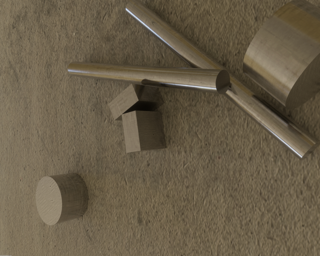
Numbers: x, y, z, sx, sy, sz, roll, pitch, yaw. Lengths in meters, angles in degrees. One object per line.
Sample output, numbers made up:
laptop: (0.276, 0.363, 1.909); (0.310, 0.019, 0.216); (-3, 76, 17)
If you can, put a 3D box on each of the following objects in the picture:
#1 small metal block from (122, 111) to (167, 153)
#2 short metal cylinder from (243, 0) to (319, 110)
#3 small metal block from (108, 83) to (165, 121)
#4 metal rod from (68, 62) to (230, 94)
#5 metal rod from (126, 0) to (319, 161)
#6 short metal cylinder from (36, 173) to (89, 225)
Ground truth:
small metal block: (-0.020, 0.005, 0.405); (0.025, 0.050, 0.050); (-13, 82, 39)
short metal cylinder: (0.120, -0.063, 0.270); (0.050, 0.081, 0.080); (49, 119, 29)
small metal block: (-0.031, -0.033, 0.415); (0.050, 0.050, 0.025); (-35, 68, 34)
metal rod: (-0.040, -0.073, 0.420); (0.300, 0.025, 0.025); (14, 99, 44)
metal rod: (0.051, -0.074, 0.362); (0.300, 0.025, 0.025); (47, 118, 29)
short metal cylinder: (-0.167, 0.119, 0.527); (0.080, 0.050, 0.079); (0, 90, 40)
